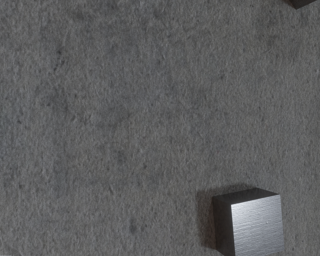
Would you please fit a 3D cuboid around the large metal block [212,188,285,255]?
[{"bbox_3d":[0.126,0.136,0.444,0.081,0.050,0.079,-6,92,-20],"label":"large metal block"}]

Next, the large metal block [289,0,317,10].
[{"bbox_3d":[0.225,-0.238,0.465,0.080,0.080,0.050,44,76,-15],"label":"large metal block"}]
